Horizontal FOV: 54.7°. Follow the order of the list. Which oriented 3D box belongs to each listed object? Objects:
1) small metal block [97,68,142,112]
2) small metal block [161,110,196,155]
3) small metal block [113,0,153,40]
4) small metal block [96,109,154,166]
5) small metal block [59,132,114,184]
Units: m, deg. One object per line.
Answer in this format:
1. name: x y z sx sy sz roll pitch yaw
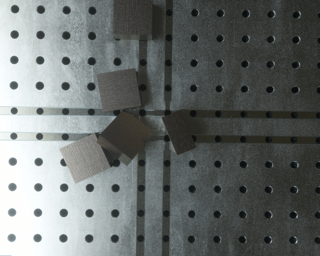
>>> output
1. small metal block: -0.053 -0.049 0.413 0.050 0.025 0.050 -9 90 -1
2. small metal block: 0.023 0.005 0.401 0.025 0.050 0.050 -22 90 0
3. small metal block: -0.035 -0.146 0.413 0.050 0.025 0.050 1 90 -1
4. small metal block: -0.045 0.012 0.401 0.050 0.025 0.050 38 57 0
5. small metal block: -0.097 0.039 0.412 0.050 0.025 0.050 -25 90 -1
